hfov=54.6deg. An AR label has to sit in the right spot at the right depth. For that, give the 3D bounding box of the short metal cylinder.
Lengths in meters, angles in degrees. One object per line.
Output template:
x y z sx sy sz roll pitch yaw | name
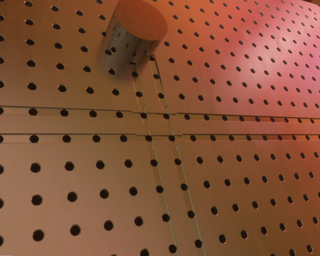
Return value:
-0.036 -0.144 0.460 0.081 0.050 0.080 14 56 -21 | short metal cylinder
